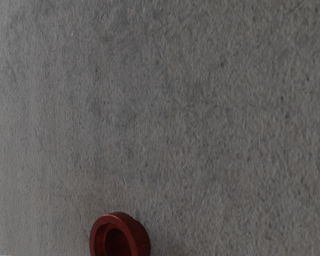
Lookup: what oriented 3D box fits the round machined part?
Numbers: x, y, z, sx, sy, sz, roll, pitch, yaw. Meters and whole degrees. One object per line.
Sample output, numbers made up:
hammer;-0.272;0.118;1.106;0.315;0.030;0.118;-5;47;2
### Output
round machined part;-0.052;0.166;0.434;0.098;0.042;0.097;0;90;39
